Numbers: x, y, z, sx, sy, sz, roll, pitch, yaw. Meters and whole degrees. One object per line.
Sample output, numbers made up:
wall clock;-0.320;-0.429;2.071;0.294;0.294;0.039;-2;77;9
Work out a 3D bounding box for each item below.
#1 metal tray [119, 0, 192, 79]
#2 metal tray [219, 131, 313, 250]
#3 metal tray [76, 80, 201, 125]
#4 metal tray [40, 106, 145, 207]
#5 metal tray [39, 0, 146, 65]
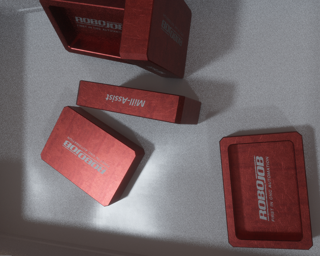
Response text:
metal tray;0.001;-0.111;0.354;0.030;0.130;0.089;8;93;19
metal tray;0.123;0.071;0.364;0.090;0.030;0.129;-5;88;19
metal tray;-0.023;-0.030;0.383;0.130;0.090;0.030;11;94;19
metal tray;-0.098;0.037;0.441;0.130;0.030;0.090;32;100;16
metal tray;-0.078;-0.131;0.401;0.130;0.090;0.030;15;61;19
